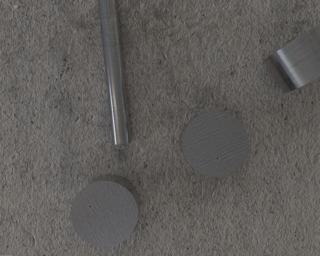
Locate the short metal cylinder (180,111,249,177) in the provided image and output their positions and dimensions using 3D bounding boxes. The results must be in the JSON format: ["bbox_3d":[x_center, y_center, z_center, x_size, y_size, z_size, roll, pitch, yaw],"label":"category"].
[{"bbox_3d":[0.067,0.019,0.398,0.081,0.050,0.079,0,90,0],"label":"short metal cylinder"}]

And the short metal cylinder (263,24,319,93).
[{"bbox_3d":[0.177,-0.086,0.384,0.080,0.080,0.050,-33,90,0],"label":"short metal cylinder"}]

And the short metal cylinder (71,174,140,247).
[{"bbox_3d":[-0.067,0.103,0.397,0.081,0.050,0.079,0,90,0],"label":"short metal cylinder"}]

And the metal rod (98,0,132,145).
[{"bbox_3d":[-0.065,-0.128,0.409,0.025,0.025,0.298,-6,90,0],"label":"metal rod"}]
